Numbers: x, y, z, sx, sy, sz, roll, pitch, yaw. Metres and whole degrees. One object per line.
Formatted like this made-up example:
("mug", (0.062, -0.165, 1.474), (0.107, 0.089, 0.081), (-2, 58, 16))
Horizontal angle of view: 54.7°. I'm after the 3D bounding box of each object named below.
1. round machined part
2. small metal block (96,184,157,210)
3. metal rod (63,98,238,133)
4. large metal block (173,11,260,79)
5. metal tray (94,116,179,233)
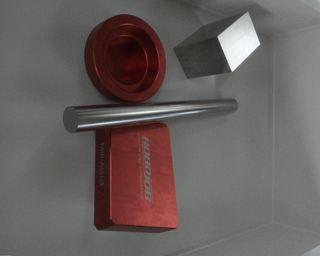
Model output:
("round machined part", (-0.043, -0.077, 0.361), (0.099, 0.042, 0.097), (0, 90, -40))
("small metal block", (-0.039, 0.081, 0.359), (0.050, 0.050, 0.025), (6, 86, -40))
("metal rod", (0.018, -0.022, 0.395), (0.302, 0.025, 0.025), (-8, 96, -48))
("large metal block", (0.081, -0.116, 0.441), (0.080, 0.080, 0.050), (-44, 117, -31))
("metal tray", (-0.027, 0.048, 0.351), (0.091, 0.030, 0.130), (19, 55, -39))
